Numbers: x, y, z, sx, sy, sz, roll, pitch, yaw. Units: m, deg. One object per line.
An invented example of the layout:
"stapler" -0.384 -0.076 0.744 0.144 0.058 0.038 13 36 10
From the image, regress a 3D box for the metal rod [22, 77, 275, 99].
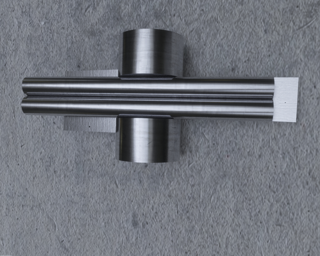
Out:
"metal rod" -0.023 -0.049 0.371 0.301 0.025 0.025 2 91 12

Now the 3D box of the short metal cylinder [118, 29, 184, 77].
"short metal cylinder" -0.011 -0.086 0.385 0.080 0.080 0.050 2 91 20

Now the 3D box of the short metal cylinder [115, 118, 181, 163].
"short metal cylinder" -0.015 0.013 0.386 0.080 0.080 0.050 2 91 20

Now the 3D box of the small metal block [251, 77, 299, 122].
"small metal block" 0.133 -0.033 0.363 0.050 0.025 0.050 3 91 20

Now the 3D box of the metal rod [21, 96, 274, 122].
"metal rod" -0.024 -0.024 0.371 0.301 0.025 0.025 2 91 12

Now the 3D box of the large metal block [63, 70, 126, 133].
"large metal block" -0.082 -0.035 0.426 0.080 0.050 0.080 2 91 20
